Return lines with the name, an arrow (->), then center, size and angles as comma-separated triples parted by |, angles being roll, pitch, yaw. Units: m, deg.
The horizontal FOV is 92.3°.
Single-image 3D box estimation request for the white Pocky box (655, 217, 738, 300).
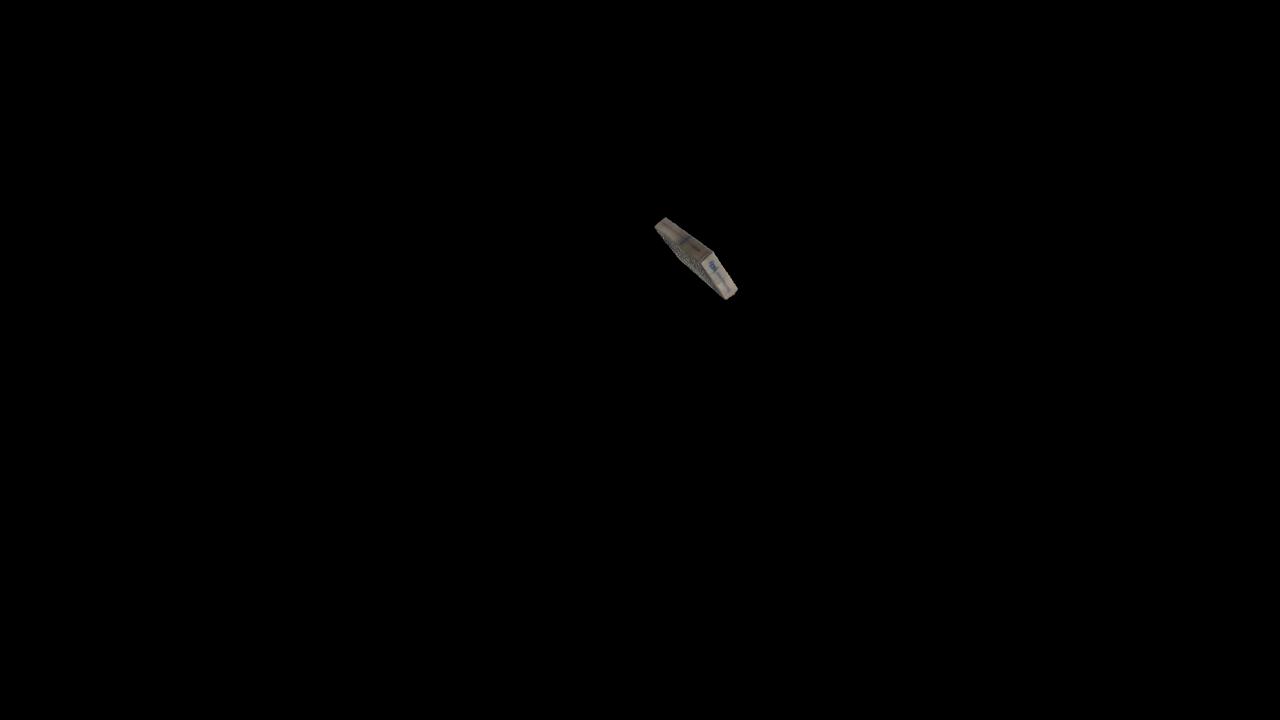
white Pocky box -> 0.081, -0.153, 0.913 | 0.084, 0.028, 0.154 | 46, 4, -39
